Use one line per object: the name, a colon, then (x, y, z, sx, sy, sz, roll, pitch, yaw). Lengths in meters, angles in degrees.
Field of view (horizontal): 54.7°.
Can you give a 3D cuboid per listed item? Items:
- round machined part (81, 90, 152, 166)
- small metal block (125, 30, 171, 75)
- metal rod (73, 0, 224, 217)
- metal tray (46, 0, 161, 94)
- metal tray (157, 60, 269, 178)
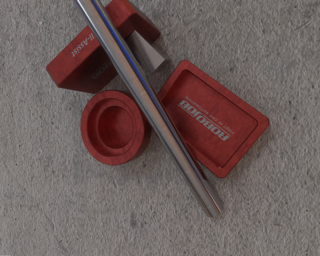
round machined part: (-0.054, -0.001, 0.415, 0.098, 0.042, 0.097, 2, 94, 25)
small metal block: (-0.015, -0.096, 0.396, 0.050, 0.050, 0.025, 45, 107, -1)
metal rod: (-0.008, -0.021, 0.355, 0.025, 0.025, 0.299, -28, 103, 18)
metal tray: (-0.069, -0.100, 0.398, 0.130, 0.090, 0.030, -39, 78, 15)
metal tray: (0.056, -0.012, 0.387, 0.130, 0.030, 0.090, 39, 102, 15)
